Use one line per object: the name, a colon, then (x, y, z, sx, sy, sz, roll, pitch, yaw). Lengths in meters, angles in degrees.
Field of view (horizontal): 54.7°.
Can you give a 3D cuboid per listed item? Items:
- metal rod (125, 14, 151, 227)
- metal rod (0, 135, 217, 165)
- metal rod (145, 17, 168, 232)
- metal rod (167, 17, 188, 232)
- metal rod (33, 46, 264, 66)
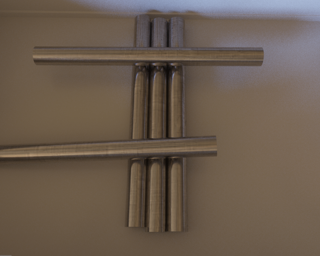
metal rod: (-0.027, -0.023, 0.417, 0.025, 0.025, 0.299, 1, 70, 0)
metal rod: (-0.084, 0.028, 0.378, 0.302, 0.025, 0.025, -3, 70, 6)
metal rod: (-0.003, -0.018, 0.415, 0.025, 0.025, 0.299, 1, 70, 0)
metal rod: (0.023, -0.019, 0.415, 0.025, 0.025, 0.299, 1, 70, 0)
metal rod: (-0.015, -0.096, 0.417, 0.302, 0.025, 0.025, 0, 70, 0)
